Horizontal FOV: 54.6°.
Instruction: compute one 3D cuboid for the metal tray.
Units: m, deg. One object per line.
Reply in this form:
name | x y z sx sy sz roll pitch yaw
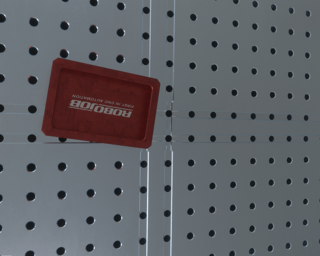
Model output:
metal tray | -0.071 -0.027 0.383 0.131 0.030 0.090 9 87 -20
